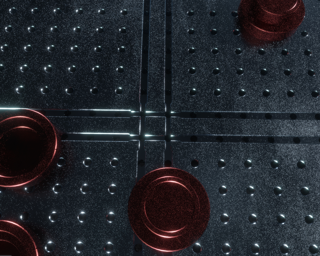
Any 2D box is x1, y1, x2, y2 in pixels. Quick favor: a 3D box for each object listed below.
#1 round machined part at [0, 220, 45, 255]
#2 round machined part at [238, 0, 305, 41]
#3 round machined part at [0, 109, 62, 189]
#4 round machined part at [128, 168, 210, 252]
[{"bbox_3d":[-0.178,0.154,0.344,0.099,0.042,0.098,0,70,-1],"label":"round machined part"},{"bbox_3d":[0.173,-0.186,0.473,0.099,0.042,0.098,0,70,-1],"label":"round machined part"},{"bbox_3d":[-0.173,0.028,0.390,0.099,0.042,0.098,0,70,-1],"label":"round machined part"},{"bbox_3d":[0.011,0.095,0.368,0.099,0.042,0.098,0,70,-1],"label":"round machined part"}]
